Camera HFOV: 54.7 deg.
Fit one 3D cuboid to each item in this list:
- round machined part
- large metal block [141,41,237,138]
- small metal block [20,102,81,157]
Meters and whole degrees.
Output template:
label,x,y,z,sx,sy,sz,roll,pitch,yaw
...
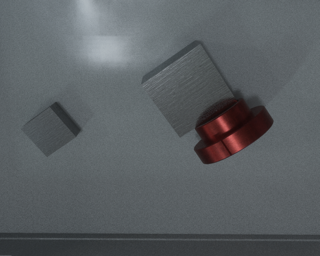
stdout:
label,x,y,z,sx,sy,sz,roll,pitch,yaw
round machined part,0.082,-0.001,0.375,0.098,0.098,0.042,-33,93,11
large metal block,0.034,-0.049,0.381,0.080,0.050,0.080,-33,107,11
small metal block,-0.144,0.002,0.410,0.050,0.025,0.050,-34,107,11
